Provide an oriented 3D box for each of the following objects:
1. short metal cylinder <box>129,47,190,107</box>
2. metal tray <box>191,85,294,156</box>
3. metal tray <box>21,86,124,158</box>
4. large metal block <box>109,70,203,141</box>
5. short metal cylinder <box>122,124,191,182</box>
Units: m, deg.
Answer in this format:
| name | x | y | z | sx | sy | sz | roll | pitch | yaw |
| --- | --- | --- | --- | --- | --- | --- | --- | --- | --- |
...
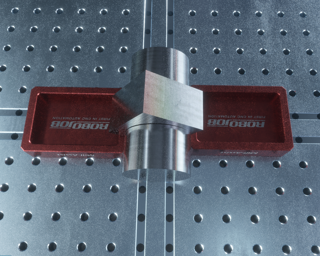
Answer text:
| name | x | y | z | sx | sy | sz | roll | pitch | yaw |
| --- | --- | --- | --- | --- | --- | --- | --- | --- | --- |
| short metal cylinder | -0.001 | -0.062 | 0.405 | 0.081 | 0.080 | 0.050 | 1 | 70 | 0 |
| metal tray | 0.102 | -0.010 | 0.413 | 0.131 | 0.030 | 0.090 | 1 | 70 | 0 |
| metal tray | -0.106 | -0.008 | 0.410 | 0.131 | 0.030 | 0.090 | 1 | 70 | 0 |
| large metal block | -0.005 | -0.019 | 0.374 | 0.081 | 0.080 | 0.050 | 15 | 66 | -31 |
| short metal cylinder | -0.003 | 0.032 | 0.370 | 0.081 | 0.080 | 0.050 | 2 | 70 | 0 |
